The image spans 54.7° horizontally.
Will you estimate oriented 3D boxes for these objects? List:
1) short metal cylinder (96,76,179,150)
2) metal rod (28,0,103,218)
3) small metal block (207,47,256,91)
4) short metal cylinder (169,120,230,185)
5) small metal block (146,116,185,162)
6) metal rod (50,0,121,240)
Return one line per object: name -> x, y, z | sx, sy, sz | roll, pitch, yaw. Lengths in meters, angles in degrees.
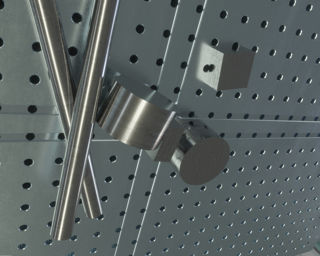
short metal cylinder -> -0.026, -0.018, 0.351 | 0.081, 0.080, 0.050 | 18, 109, -35
metal rod -> -0.100, -0.008, 0.351 | 0.025, 0.025, 0.298 | -17, 125, -19
small metal block -> 0.094, -0.080, 0.413 | 0.050, 0.025, 0.050 | -9, 122, -24
short metal cylinder -> 0.052, 0.035, 0.445 | 0.081, 0.050, 0.079 | -14, 124, -21
small metal block -> 0.000, 0.009, 0.400 | 0.025, 0.050, 0.050 | 8, 114, -35
metal rod -> -0.079, -0.016, 0.328 | 0.025, 0.025, 0.298 | 6, 106, -31
